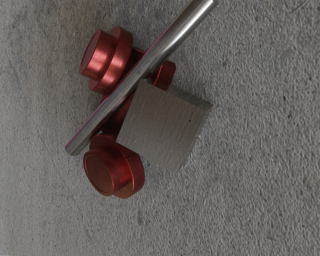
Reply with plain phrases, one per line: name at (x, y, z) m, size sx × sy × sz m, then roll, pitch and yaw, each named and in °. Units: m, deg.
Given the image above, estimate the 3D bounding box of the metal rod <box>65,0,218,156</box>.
metal rod at (-0.042, -0.053, 0.402) m, size 0.299 × 0.025 × 0.025 m, roll -42°, pitch 65°, yaw 31°

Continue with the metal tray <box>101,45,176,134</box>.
metal tray at (-0.038, -0.043, 0.435) m, size 0.090 × 0.030 × 0.129 m, roll 31°, pitch 109°, yaw 35°

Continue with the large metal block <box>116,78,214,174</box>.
large metal block at (0.006, -0.006, 0.366) m, size 0.080 × 0.050 × 0.079 m, roll 27°, pitch 108°, yaw 11°

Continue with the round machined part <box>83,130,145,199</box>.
round machined part at (-0.070, 0.055, 0.431) m, size 0.098 × 0.042 × 0.097 m, roll 24°, pitch 127°, yaw 37°

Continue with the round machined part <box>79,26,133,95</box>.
round machined part at (-0.080, -0.099, 0.435) m, size 0.098 × 0.042 × 0.098 m, roll -41°, pitch 37°, yaw 42°
